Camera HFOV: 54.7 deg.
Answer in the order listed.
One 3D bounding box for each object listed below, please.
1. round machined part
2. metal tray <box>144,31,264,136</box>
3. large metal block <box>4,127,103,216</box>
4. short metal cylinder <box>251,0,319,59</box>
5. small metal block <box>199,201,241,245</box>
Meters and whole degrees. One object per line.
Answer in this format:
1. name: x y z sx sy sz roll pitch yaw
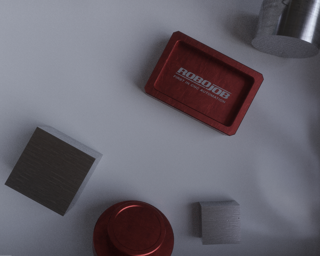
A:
1. round machined part: -0.030 0.129 0.374 0.099 0.098 0.042 16 133 -1
2. metal tray: 0.056 -0.057 0.409 0.130 0.030 0.090 27 90 -1
3. large metal block: -0.132 0.052 0.397 0.080 0.050 0.080 29 90 -1
4. short metal cylinder: 0.161 -0.124 0.386 0.080 0.080 0.050 15 90 -1
5. small metal block: 0.079 0.125 0.413 0.050 0.025 0.050 -2 90 -1
